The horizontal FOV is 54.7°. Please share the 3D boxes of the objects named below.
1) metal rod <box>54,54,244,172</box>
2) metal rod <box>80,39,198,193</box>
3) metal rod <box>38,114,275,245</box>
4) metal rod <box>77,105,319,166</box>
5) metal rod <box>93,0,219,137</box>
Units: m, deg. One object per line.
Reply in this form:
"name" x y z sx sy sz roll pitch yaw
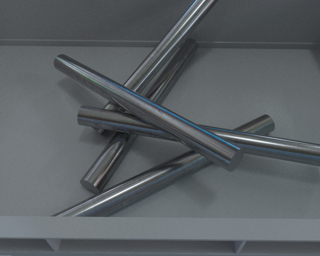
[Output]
"metal rod" -0.037 -0.033 0.370 0.300 0.025 0.025 30 56 34
"metal rod" -0.013 -0.037 0.435 0.025 0.025 0.301 21 53 16
"metal rod" 0.012 0.050 0.363 0.302 0.025 0.025 -23 54 -19
"metal rod" 0.051 0.009 0.364 0.302 0.025 0.025 10 51 7
"metal rod" 0.011 -0.112 0.421 0.025 0.025 0.300 36 82 26
